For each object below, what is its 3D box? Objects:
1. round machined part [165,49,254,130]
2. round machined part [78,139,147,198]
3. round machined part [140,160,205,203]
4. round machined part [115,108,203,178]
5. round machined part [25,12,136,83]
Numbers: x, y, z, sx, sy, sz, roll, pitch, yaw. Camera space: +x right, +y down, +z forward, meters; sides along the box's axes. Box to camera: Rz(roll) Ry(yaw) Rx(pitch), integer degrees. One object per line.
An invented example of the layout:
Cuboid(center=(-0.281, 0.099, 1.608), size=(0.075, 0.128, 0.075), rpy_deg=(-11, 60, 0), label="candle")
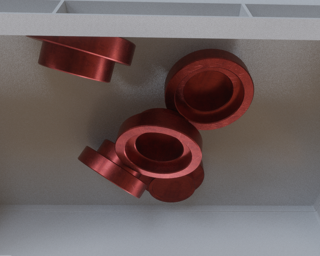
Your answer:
Cuboid(center=(0.054, -0.047, 0.359), size=(0.099, 0.042, 0.097), rpy_deg=(-1, 130, 0), label="round machined part")
Cuboid(center=(-0.057, 0.050, 0.417), size=(0.098, 0.098, 0.042), rpy_deg=(40, 77, -29), label="round machined part")
Cuboid(center=(0.017, 0.074, 0.462), size=(0.099, 0.042, 0.097), rpy_deg=(-1, 130, 0), label="round machined part")
Cuboid(center=(0.000, 0.015, 0.362), size=(0.099, 0.042, 0.097), rpy_deg=(5, 139, 5), label="round machined part")
Cuboid(center=(-0.076, -0.072, 0.295), size=(0.099, 0.098, 0.042), rpy_deg=(14, 98, -12), label="round machined part")
